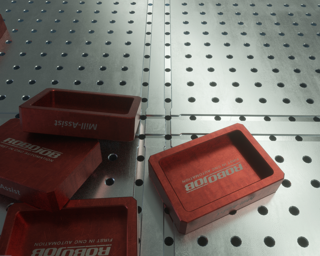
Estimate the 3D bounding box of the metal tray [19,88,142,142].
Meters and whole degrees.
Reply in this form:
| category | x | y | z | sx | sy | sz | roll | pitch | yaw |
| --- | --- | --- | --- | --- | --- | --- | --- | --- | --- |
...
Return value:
| category | x | y | z | sx | sy | sz | roll | pitch | yaw |
| --- | --- | --- | --- | --- | --- | --- | --- | --- | --- |
| metal tray | -0.093 | -0.020 | 0.389 | 0.131 | 0.030 | 0.090 | 5 | 21 | 0 |

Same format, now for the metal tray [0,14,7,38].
| category | x | y | z | sx | sy | sz | roll | pitch | yaw |
| --- | --- | --- | --- | --- | --- | --- | --- | --- | --- |
| metal tray | -0.351 | -0.166 | 0.539 | 0.131 | 0.030 | 0.090 | 2 | 50 | 1 |

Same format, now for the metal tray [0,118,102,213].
| category | x | y | z | sx | sy | sz | roll | pitch | yaw |
| --- | --- | --- | --- | --- | --- | --- | --- | --- | --- |
| metal tray | -0.145 | 0.035 | 0.350 | 0.130 | 0.030 | 0.090 | 13 | 37 | 18 |

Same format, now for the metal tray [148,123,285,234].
| category | x | y | z | sx | sy | sz | roll | pitch | yaw |
| --- | --- | --- | --- | --- | --- | --- | --- | --- | --- |
| metal tray | 0.063 | 0.053 | 0.360 | 0.131 | 0.030 | 0.090 | -20 | 53 | -16 |

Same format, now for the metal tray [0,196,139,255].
| category | x | y | z | sx | sy | sz | roll | pitch | yaw |
| --- | --- | --- | --- | --- | --- | --- | --- | --- | --- |
| metal tray | -0.087 | 0.118 | 0.304 | 0.131 | 0.030 | 0.090 | -2 | 50 | -3 |
